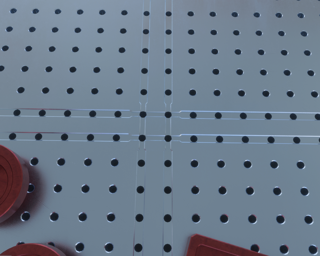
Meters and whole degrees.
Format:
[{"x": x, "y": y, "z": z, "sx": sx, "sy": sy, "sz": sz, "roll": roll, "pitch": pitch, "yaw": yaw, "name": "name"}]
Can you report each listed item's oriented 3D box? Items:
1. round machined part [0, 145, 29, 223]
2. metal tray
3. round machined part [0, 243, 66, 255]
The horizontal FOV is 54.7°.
[{"x": -0.208, "y": 0.070, "z": 0.375, "sx": 0.099, "sy": 0.042, "sz": 0.098, "roll": 0, "pitch": 70, "yaw": -1, "name": "round machined part"}, {"x": 0.086, "y": 0.181, "z": 0.344, "sx": 0.131, "sy": 0.030, "sz": 0.090, "roll": 16, "pitch": 71, "yaw": 5, "name": "metal tray"}, {"x": -0.139, "y": 0.177, "z": 0.336, "sx": 0.099, "sy": 0.042, "sz": 0.098, "roll": 0, "pitch": 70, "yaw": -1, "name": "round machined part"}]
